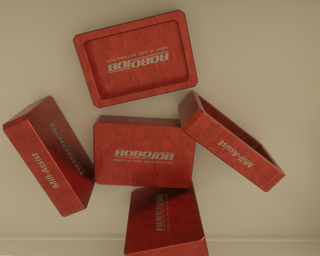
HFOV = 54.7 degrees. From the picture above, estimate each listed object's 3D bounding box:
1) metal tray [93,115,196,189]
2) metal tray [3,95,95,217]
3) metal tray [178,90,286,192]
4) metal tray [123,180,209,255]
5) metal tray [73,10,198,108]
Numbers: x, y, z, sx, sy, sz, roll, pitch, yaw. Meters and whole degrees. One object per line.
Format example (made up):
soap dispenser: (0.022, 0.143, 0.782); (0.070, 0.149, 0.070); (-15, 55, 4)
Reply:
metal tray: (-0.021, 0.033, 0.417); (0.131, 0.030, 0.089); (3, 110, -2)
metal tray: (-0.128, 0.032, 0.384); (0.030, 0.090, 0.129); (-24, 109, 7)
metal tray: (0.083, 0.013, 0.380); (0.130, 0.090, 0.030); (36, 107, -13)
metal tray: (0.006, 0.118, 0.396); (0.090, 0.130, 0.030); (-12, 110, 3)
metal tray: (-0.027, -0.083, 0.376); (0.131, 0.030, 0.089); (-13, 110, 4)
